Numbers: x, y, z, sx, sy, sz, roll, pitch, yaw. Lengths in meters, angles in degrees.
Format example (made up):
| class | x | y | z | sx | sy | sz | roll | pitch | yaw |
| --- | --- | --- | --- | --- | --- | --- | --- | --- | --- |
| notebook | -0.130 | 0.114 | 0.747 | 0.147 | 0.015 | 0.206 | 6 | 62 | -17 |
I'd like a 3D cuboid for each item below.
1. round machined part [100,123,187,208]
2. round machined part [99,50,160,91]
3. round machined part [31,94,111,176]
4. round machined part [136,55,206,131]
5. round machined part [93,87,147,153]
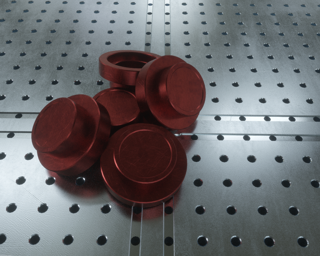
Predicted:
| class | x | y | z | sx | sy | sz | roll | pitch | yaw |
| --- | --- | --- | --- | --- | --- | --- | --- | --- | --- |
| round machined part | -0.018 | 0.036 | 0.350 | 0.099 | 0.042 | 0.098 | 3 | 61 | -6 |
| round machined part | -0.038 | -0.078 | 0.447 | 0.099 | 0.042 | 0.098 | 5 | 29 | -2 |
| round machined part | -0.110 | 0.003 | 0.361 | 0.098 | 0.042 | 0.098 | -13 | 61 | 26 |
| round machined part | 0.021 | -0.046 | 0.397 | 0.042 | 0.098 | 0.098 | -9 | 33 | 50 |
| round machined part | -0.056 | -0.016 | 0.408 | 0.099 | 0.042 | 0.098 | 0 | 50 | 0 |
